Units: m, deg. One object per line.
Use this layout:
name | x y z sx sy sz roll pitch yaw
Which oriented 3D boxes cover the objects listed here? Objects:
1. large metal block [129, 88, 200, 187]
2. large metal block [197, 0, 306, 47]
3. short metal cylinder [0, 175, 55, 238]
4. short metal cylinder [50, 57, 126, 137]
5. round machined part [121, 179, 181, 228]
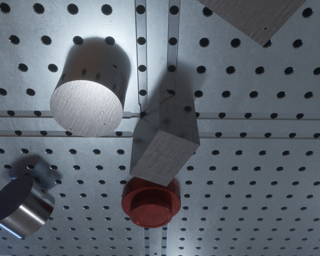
large metal block | 0.004 0.012 0.385 0.050 0.080 0.080 21 127 -17
large metal block | 0.087 -0.136 0.280 0.080 0.050 0.080 26 125 -21
short metal cylinder | -0.211 0.120 0.475 0.080 0.080 0.050 -21 127 17
short metal cylinder | -0.082 -0.035 0.364 0.081 0.050 0.079 0 130 0
round machined part | -0.014 0.129 0.510 0.099 0.042 0.097 0 130 0
